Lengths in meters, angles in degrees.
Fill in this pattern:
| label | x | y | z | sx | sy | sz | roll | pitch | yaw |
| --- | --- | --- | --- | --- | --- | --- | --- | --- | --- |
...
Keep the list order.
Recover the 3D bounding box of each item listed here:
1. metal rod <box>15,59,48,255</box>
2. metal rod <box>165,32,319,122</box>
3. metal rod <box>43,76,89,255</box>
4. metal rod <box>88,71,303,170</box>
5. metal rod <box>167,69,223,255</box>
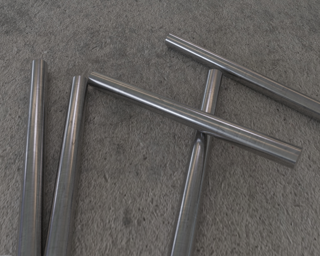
| label | x | y | z | sx | sy | sz | roll | pitch | yaw |
| --- | --- | --- | --- | --- | --- | --- | --- | --- | --- |
| metal rod | -0.156 | 0.015 | 0.389 | 0.025 | 0.025 | 0.300 | -9 | 51 | -8 |
| metal rod | 0.132 | -0.078 | 0.468 | 0.300 | 0.025 | 0.025 | 33 | 57 | 24 |
| metal rod | -0.107 | 0.046 | 0.363 | 0.025 | 0.025 | 0.300 | -3 | 50 | -3 |
| metal rod | 0.023 | -0.021 | 0.393 | 0.300 | 0.025 | 0.025 | 24 | 54 | 28 |
| metal rod | 0.048 | 0.032 | 0.376 | 0.025 | 0.025 | 0.300 | 10 | 51 | 8 |
